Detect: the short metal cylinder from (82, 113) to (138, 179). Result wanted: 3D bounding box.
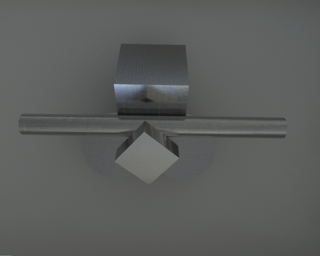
[{"bbox_3d":[-0.053,0.021,0.397,0.081,0.050,0.079,0,90,-1],"label":"short metal cylinder"}]

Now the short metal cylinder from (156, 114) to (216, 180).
[{"bbox_3d":[0.027,0.023,0.398,0.081,0.050,0.079,0,90,-1],"label":"short metal cylinder"}]

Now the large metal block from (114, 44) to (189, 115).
[{"bbox_3d":[-0.009,-0.058,0.377,0.081,0.050,0.080,1,47,0],"label":"large metal block"}]

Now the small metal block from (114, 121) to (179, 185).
[{"bbox_3d":[-0.014,0.029,0.349,0.050,0.025,0.050,38,112,-19],"label":"small metal block"}]

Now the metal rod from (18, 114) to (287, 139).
[{"bbox_3d":[-0.007,-0.002,0.360,0.302,0.025,0.025,1,90,-1],"label":"metal rod"}]
